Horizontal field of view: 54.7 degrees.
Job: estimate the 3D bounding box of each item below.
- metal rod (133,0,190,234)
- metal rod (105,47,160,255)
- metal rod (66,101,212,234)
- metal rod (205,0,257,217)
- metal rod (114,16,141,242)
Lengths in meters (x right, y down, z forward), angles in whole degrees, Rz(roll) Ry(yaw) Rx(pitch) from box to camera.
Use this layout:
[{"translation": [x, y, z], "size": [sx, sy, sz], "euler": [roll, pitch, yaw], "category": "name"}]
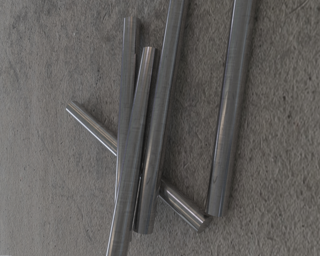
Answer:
[{"translation": [0.002, -0.021, 0.383], "size": [0.025, 0.025, 0.298], "euler": [9, 89, 39], "category": "metal rod"}, {"translation": [-0.034, 0.041, 0.386], "size": [0.025, 0.025, 0.299], "euler": [-1, 75, 40], "category": "metal rod"}, {"translation": [-0.048, 0.039, 0.444], "size": [0.300, 0.025, 0.025], "euler": [37, 113, 34], "category": "metal rod"}, {"translation": [0.081, -0.051, 0.338], "size": [0.025, 0.025, 0.298], "euler": [11, 97, 39], "category": "metal rod"}, {"translation": [-0.044, -0.004, 0.416], "size": [0.025, 0.025, 0.298], "euler": [-5, 79, 40], "category": "metal rod"}]
